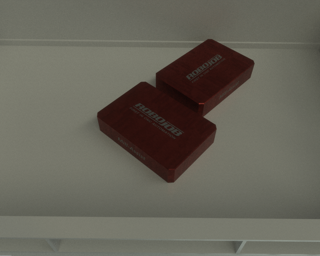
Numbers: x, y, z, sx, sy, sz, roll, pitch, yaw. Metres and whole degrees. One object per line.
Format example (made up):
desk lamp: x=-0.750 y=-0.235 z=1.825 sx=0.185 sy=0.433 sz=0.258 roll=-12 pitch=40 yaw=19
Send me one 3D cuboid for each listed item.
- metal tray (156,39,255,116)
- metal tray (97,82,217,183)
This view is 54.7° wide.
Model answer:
metal tray: x=0.068 y=-0.080 z=0.470 sx=0.090 sy=0.030 sz=0.131 roll=37 pitch=59 yaw=26
metal tray: x=-0.005 y=0.000 z=0.402 sx=0.130 sy=0.030 sz=0.090 roll=35 pitch=58 yaw=25
